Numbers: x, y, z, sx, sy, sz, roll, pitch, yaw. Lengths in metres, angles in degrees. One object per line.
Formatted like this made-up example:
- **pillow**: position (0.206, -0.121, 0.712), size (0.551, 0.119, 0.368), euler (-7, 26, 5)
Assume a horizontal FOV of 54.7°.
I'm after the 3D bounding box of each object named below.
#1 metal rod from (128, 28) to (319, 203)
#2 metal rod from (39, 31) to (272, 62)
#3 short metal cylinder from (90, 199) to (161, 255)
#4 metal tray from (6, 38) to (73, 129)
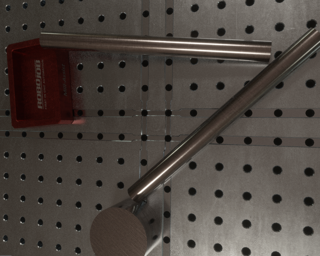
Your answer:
- **metal rod**: position (0.072, -0.006, 0.386), size (0.299, 0.025, 0.025), euler (-43, 77, 14)
- **metal rod**: position (-0.016, -0.107, 0.400), size (0.301, 0.025, 0.025), euler (6, 92, 13)
- **short metal cylinder**: position (-0.045, 0.140, 0.414), size (0.080, 0.050, 0.079), euler (0, 90, 19)
- **metal tray**: position (-0.184, -0.067, 0.472), size (0.090, 0.030, 0.129), euler (-5, 88, 19)
